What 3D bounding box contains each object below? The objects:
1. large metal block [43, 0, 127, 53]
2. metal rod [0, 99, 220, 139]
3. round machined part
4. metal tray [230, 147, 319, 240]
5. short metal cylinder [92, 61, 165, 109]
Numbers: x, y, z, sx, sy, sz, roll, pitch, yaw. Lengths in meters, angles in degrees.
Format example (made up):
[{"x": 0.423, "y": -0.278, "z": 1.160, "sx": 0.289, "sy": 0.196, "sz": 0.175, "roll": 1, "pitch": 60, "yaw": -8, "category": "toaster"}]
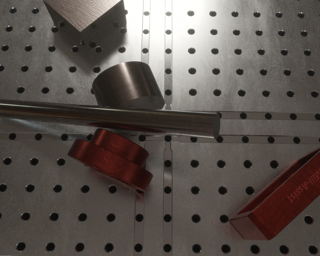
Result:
[{"x": -0.109, "y": -0.174, "z": 0.461, "sx": 0.080, "sy": 0.050, "sz": 0.080, "roll": 42, "pitch": 75, "yaw": 13, "category": "large metal block"}, {"x": -0.082, "y": -0.014, "z": 0.357, "sx": 0.301, "sy": 0.025, "sz": 0.025, "roll": 5, "pitch": 69, "yaw": 25, "category": "metal rod"}, {"x": -0.052, "y": 0.034, "z": 0.359, "sx": 0.098, "sy": 0.098, "sz": 0.042, "roll": 23, "pitch": 76, "yaw": 8, "category": "round machined part"}, {"x": 0.146, "y": 0.073, "z": 0.352, "sx": 0.131, "sy": 0.090, "sz": 0.030, "roll": -37, "pitch": 75, "yaw": -13, "category": "metal tray"}, {"x": -0.040, "y": -0.041, "z": 0.397, "sx": 0.081, "sy": 0.080, "sz": 0.050, "roll": -20, "pitch": 71, "yaw": -7, "category": "short metal cylinder"}]
